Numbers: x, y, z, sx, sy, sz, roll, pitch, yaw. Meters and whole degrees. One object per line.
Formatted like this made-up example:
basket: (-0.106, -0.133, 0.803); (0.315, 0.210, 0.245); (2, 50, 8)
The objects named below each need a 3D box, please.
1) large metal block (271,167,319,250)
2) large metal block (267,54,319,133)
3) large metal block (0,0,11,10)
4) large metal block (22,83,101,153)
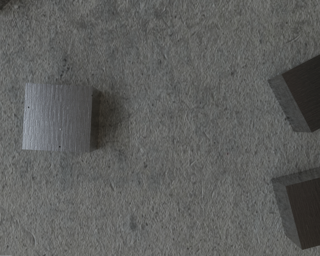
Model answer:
large metal block: (0.201, 0.099, 0.399); (0.080, 0.050, 0.080); (-14, 90, 0)
large metal block: (0.201, -0.048, 0.399); (0.080, 0.050, 0.080); (-27, 90, 0)
large metal block: (-0.222, -0.211, 0.395); (0.080, 0.050, 0.080); (-45, 90, 0)
large metal block: (-0.123, -0.012, 0.396); (0.080, 0.050, 0.080); (3, 90, 0)
